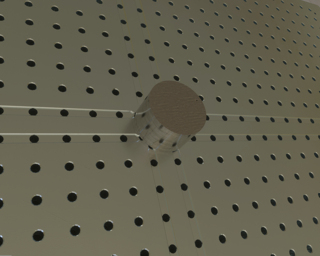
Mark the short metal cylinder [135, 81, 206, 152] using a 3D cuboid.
[{"bbox_3d":[0.013,-0.015,0.408,0.081,0.050,0.080,13,56,-21],"label":"short metal cylinder"}]
